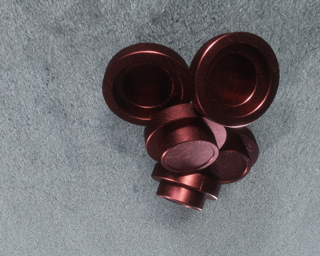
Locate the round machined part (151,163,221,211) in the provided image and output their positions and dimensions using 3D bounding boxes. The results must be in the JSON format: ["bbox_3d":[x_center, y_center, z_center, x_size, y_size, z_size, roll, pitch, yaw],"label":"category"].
[{"bbox_3d":[0.033,0.086,0.438,0.098,0.042,0.098,18,165,6],"label":"round machined part"}]

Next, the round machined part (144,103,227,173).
[{"bbox_3d":[0.032,0.019,0.371,0.099,0.042,0.097,-7,141,-5],"label":"round machined part"}]

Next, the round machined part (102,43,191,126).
[{"bbox_3d":[-0.014,-0.052,0.353,0.099,0.042,0.097,-1,130,0],"label":"round machined part"}]

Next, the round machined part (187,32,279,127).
[{"bbox_3d":[0.075,-0.053,0.336,0.099,0.042,0.097,-5,105,-17],"label":"round machined part"}]

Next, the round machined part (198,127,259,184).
[{"bbox_3d":[0.089,0.042,0.434,0.099,0.042,0.097,-1,130,0],"label":"round machined part"}]
